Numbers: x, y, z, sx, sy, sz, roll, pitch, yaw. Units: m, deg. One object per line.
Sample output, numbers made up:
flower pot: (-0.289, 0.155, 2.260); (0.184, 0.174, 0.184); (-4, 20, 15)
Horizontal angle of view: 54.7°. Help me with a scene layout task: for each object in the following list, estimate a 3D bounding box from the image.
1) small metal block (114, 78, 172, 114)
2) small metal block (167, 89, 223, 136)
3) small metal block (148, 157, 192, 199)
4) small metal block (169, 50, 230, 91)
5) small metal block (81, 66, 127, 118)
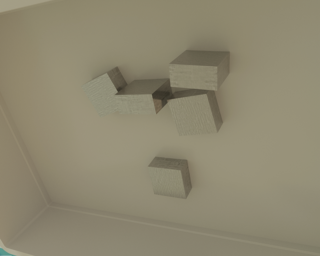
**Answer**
small metal block: (-0.019, -0.039, 0.377); (0.050, 0.050, 0.025); (2, 119, 27)
small metal block: (0.043, -0.020, 0.373); (0.050, 0.025, 0.050); (-6, 116, 30)
small metal block: (0.015, 0.071, 0.444); (0.050, 0.025, 0.050); (3, 120, 26)
small metal block: (0.043, -0.063, 0.330); (0.050, 0.050, 0.025); (8, 122, 23)
small metal block: (-0.069, -0.047, 0.414); (0.050, 0.025, 0.050); (-18, 109, 34)
